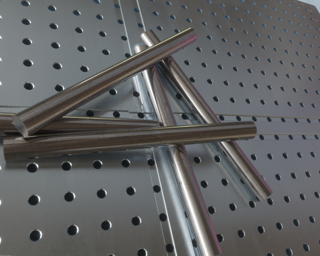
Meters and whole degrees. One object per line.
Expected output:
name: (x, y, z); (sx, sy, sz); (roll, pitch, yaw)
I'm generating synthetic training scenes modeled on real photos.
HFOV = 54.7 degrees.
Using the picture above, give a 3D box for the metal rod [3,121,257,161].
metal rod: (-0.016, 0.012, 0.368); (0.303, 0.025, 0.025); (-4, 64, -22)

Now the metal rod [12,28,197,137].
metal rod: (-0.044, -0.074, 0.397); (0.025, 0.025, 0.302); (48, 51, 5)

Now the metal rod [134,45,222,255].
metal rod: (0.016, 0.014, 0.409); (0.025, 0.025, 0.299); (-4, 64, -31)

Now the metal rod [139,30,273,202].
metal rod: (0.063, -0.025, 0.458); (0.025, 0.025, 0.299); (-27, 77, -37)

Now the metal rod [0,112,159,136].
metal rod: (-0.141, -0.003, 0.334); (0.303, 0.025, 0.025); (2, 61, -28)
